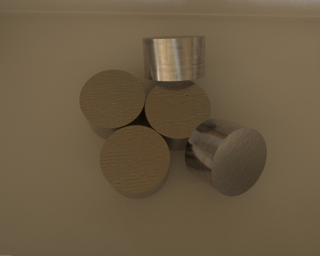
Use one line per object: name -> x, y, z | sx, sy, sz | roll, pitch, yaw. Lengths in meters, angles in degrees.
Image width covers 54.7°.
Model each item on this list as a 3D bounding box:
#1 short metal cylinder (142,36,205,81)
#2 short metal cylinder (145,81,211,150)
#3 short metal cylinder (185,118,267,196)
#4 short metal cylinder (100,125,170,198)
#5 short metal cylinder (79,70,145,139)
short metal cylinder -> 0.019, -0.093, 0.405 | 0.081, 0.080, 0.050 | -3, 109, -1
short metal cylinder -> 0.022, -0.016, 0.400 | 0.081, 0.050, 0.080 | 0, 70, 0
short metal cylinder -> 0.077, 0.032, 0.362 | 0.081, 0.050, 0.079 | -9, 108, -28
short metal cylinder -> -0.029, 0.042, 0.378 | 0.081, 0.050, 0.080 | 0, 70, 0
short metal cylinder -> -0.059, -0.029, 0.404 | 0.081, 0.050, 0.080 | 0, 70, 0
